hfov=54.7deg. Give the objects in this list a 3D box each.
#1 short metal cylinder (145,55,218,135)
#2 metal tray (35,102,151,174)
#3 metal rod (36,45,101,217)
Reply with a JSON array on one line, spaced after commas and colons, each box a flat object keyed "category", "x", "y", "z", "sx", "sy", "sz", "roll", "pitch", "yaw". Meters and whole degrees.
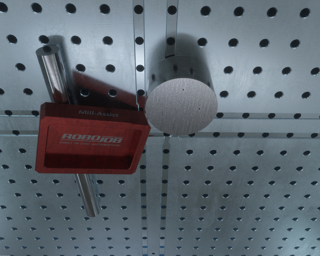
[{"category": "short metal cylinder", "x": 0.024, "y": -0.037, "z": 0.364, "sx": 0.081, "sy": 0.050, "sz": 0.079, "roll": -1, "pitch": 130, "yaw": 0}, {"category": "metal tray", "x": -0.087, "y": 0.017, "z": 0.397, "sx": 0.131, "sy": 0.030, "sz": 0.089, "roll": 4, "pitch": 127, "yaw": -23}, {"category": "metal rod", "x": -0.118, "y": 0.029, "z": 0.434, "sx": 0.025, "sy": 0.025, "sz": 0.298, "roll": -2, "pitch": 130, "yaw": 1}]
